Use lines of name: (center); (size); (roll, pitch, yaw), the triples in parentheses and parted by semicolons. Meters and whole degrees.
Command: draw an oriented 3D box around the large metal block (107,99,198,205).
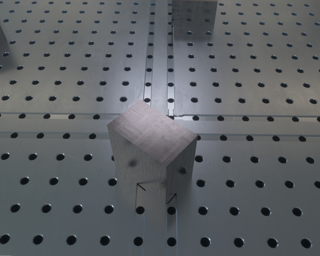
large metal block: (-0.008, 0.028, 0.349); (0.080, 0.080, 0.050); (33, 58, 24)

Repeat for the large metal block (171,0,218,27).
large metal block: (0.064, -0.239, 0.593); (0.080, 0.050, 0.080); (2, 50, 2)

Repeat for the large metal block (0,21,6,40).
large metal block: (-0.318, -0.205, 0.543); (0.050, 0.080, 0.080); (-22, 53, -17)
